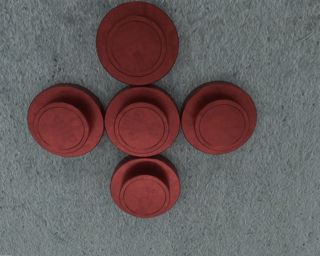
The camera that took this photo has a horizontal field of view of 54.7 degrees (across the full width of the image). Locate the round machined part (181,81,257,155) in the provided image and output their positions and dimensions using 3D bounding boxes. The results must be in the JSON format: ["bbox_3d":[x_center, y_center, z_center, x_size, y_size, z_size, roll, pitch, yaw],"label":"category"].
[{"bbox_3d":[0.076,-0.009,0.400,0.099,0.042,0.097,0,110,-1],"label":"round machined part"}]

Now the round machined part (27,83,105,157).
[{"bbox_3d":[-0.121,-0.006,0.398,0.099,0.042,0.097,0,110,-1],"label":"round machined part"}]

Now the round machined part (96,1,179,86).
[{"bbox_3d":[-0.027,-0.098,0.366,0.099,0.042,0.097,0,110,-1],"label":"round machined part"}]

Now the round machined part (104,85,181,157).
[{"bbox_3d":[-0.023,-0.006,0.400,0.099,0.042,0.097,0,110,-1],"label":"round machined part"}]

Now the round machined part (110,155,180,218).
[{"bbox_3d":[-0.020,0.086,0.433,0.099,0.042,0.097,0,110,-1],"label":"round machined part"}]
